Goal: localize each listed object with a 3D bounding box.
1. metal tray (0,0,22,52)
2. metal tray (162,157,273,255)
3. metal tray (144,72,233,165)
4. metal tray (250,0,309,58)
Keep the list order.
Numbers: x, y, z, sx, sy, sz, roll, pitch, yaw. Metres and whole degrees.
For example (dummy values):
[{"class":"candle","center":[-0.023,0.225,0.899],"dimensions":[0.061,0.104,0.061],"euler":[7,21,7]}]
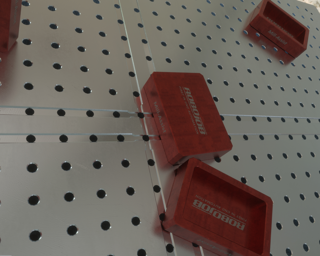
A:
[{"class":"metal tray","center":[-0.197,-0.149,0.326],"dimensions":[0.090,0.129,0.030],"euler":[23,53,-15]},{"class":"metal tray","center":[0.076,0.104,0.383],"dimensions":[0.131,0.030,0.090],"euler":[28,52,-11]},{"class":"metal tray","center":[0.039,-0.018,0.439],"dimensions":[0.091,0.030,0.130],"euler":[-4,64,-31]},{"class":"metal tray","center":[0.269,-0.225,0.690],"dimensions":[0.130,0.030,0.090],"euler":[33,51,-7]}]
